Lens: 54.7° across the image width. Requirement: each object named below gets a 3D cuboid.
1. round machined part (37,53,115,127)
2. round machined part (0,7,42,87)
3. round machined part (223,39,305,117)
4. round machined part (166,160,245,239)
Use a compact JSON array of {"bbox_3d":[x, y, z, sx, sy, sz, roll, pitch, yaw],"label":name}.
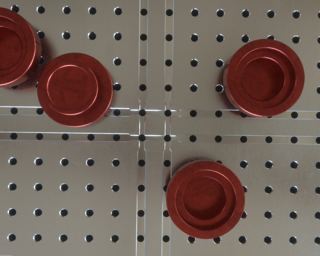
[{"bbox_3d":[-0.111,-0.050,0.403,0.099,0.042,0.097,0,90,-1],"label":"round machined part"},{"bbox_3d":[-0.203,-0.101,0.402,0.099,0.042,0.097,0,90,-1],"label":"round machined part"},{"bbox_3d":[0.132,-0.063,0.407,0.099,0.042,0.097,0,90,-1],"label":"round machined part"},{"bbox_3d":[0.057,0.090,0.406,0.099,0.042,0.097,0,90,-1],"label":"round machined part"}]
